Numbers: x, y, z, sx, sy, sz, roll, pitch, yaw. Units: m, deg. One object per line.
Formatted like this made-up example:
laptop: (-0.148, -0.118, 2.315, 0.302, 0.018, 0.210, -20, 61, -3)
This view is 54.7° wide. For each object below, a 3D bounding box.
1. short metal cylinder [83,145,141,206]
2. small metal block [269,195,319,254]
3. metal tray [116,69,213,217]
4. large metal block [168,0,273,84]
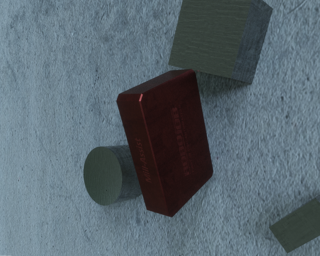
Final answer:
short metal cylinder: (-0.063, 0.065, 0.438, 0.080, 0.050, 0.079, 0, 90, 39)
small metal block: (0.134, 0.082, 0.278, 0.050, 0.050, 0.025, -47, 62, 29)
metal tray: (0.012, 0.013, 0.322, 0.030, 0.091, 0.129, 4, 116, 40)
large metal block: (0.064, -0.098, 0.335, 0.080, 0.050, 0.079, 21, 103, 37)
